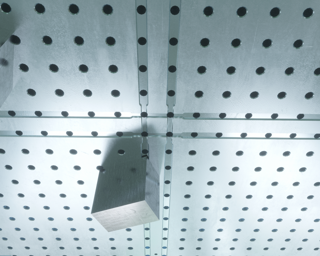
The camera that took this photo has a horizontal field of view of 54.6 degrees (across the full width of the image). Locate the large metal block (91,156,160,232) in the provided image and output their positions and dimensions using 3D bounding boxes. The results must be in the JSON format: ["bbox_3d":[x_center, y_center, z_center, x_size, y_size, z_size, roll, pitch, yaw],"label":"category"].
[{"bbox_3d":[-0.047,0.097,0.457,0.080,0.080,0.050,-17,128,14],"label":"large metal block"}]

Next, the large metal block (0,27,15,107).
[{"bbox_3d":[-0.209,-0.070,0.334,0.080,0.050,0.079,14,129,-12],"label":"large metal block"}]
